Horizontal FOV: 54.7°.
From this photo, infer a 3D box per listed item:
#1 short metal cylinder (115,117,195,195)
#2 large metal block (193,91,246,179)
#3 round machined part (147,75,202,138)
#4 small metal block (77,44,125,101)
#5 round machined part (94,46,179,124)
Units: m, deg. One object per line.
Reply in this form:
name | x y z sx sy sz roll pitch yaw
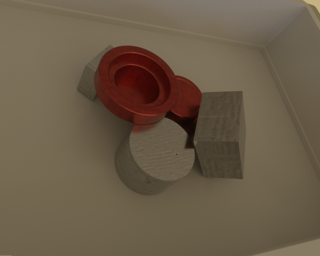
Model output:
short metal cylinder | -0.007 0.033 0.365 0.081 0.050 0.080 14 56 -21
large metal block | 0.081 0.010 0.399 0.050 0.080 0.080 0 50 20
round machined part | 0.021 -0.033 0.424 0.099 0.042 0.098 14 56 -21
small metal block | -0.074 -0.069 0.390 0.025 0.050 0.050 38 51 -3
round machined part | -0.030 -0.047 0.369 0.099 0.042 0.098 14 56 -21
